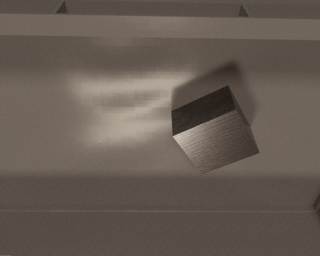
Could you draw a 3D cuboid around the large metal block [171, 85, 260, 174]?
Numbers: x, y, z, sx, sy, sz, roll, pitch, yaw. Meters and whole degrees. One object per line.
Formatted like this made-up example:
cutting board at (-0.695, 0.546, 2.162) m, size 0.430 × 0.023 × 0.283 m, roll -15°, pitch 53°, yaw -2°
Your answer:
large metal block at (0.070, 0.005, 0.398) m, size 0.080 × 0.050 × 0.080 m, roll -24°, pitch 126°, yaw 19°
